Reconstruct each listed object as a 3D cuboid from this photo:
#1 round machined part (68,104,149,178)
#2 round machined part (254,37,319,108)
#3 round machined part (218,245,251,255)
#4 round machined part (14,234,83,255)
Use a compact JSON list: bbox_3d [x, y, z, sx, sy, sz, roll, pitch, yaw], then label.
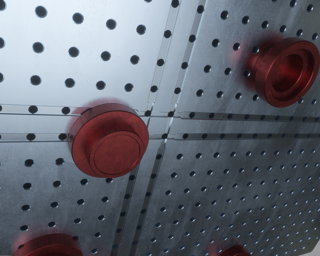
[{"bbox_3d":[-0.059,0.023,0.382,0.099,0.042,0.097,-14,124,-21],"label":"round machined part"},{"bbox_3d":[0.175,-0.082,0.444,0.099,0.042,0.097,-14,124,-21],"label":"round machined part"},{"bbox_3d":[0.162,0.308,0.678,0.099,0.042,0.097,-14,124,-21],"label":"round machined part"},{"bbox_3d":[-0.157,0.201,0.438,0.099,0.042,0.097,-14,124,-21],"label":"round machined part"}]
